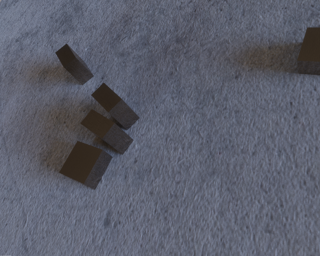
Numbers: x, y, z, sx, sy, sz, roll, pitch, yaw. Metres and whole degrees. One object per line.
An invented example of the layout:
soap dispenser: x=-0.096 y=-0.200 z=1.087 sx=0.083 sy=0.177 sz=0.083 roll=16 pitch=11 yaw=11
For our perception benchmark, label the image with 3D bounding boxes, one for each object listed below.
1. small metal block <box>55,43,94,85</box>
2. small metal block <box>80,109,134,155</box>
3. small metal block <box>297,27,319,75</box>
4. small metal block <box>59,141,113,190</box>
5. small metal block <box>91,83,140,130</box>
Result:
small metal block: x=-0.146 y=-0.109 z=0.528 sx=0.025 sy=0.050 sz=0.050 roll=-39 pitch=51 yaw=2
small metal block: x=-0.071 y=0.005 z=0.420 sx=0.050 sy=0.050 sz=0.025 roll=29 pitch=78 yaw=37
small metal block: x=0.192 y=-0.088 z=0.357 sx=0.050 sy=0.025 sz=0.050 roll=12 pitch=67 yaw=32
small metal block: x=-0.101 y=0.050 z=0.424 sx=0.050 sy=0.025 sz=0.050 roll=15 pitch=69 yaw=33
small metal block: x=-0.063 y=-0.030 z=0.438 sx=0.025 sy=0.050 sz=0.050 roll=-46 pitch=51 yaw=-3
